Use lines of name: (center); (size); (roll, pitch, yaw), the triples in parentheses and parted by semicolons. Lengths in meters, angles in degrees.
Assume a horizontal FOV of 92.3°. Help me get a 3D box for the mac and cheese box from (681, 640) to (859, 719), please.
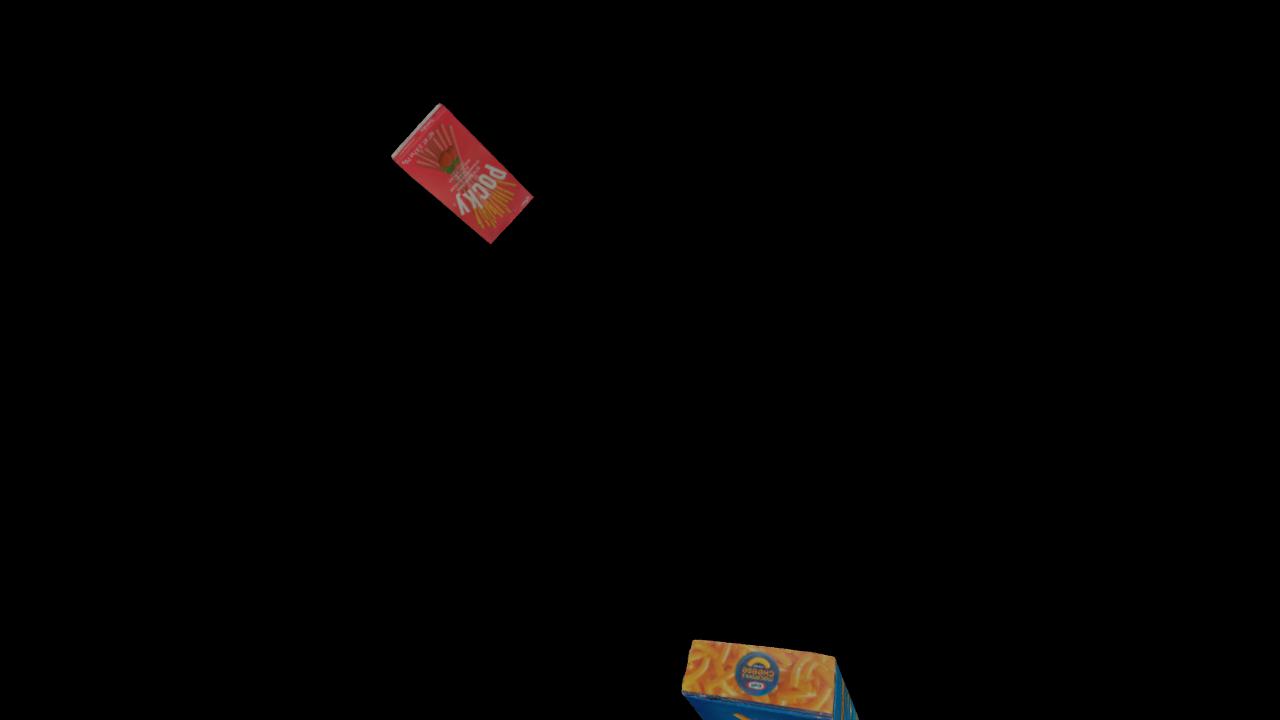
mac and cheese box: (0.102, 0.252, 0.418); (0.093, 0.184, 0.041); (-4, 42, 26)

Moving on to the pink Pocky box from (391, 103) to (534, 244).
pink Pocky box: (-0.206, -0.217, 0.734); (0.029, 0.084, 0.155); (44, 1, 43)
